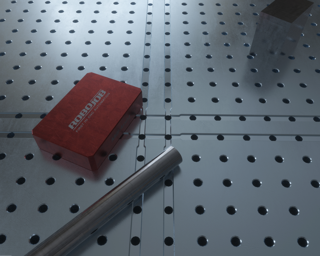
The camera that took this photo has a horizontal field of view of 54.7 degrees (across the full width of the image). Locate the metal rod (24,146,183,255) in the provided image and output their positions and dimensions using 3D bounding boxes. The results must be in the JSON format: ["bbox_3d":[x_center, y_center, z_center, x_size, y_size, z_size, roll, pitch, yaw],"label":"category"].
[{"bbox_3d":[-0.092,0.110,0.313,0.302,0.025,0.025,-35,59,-26],"label":"metal rod"}]

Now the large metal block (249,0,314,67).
[{"bbox_3d":[0.199,-0.163,0.511,0.050,0.080,0.080,34,58,25],"label":"large metal block"}]

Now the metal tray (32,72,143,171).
[{"bbox_3d":[-0.092,-0.015,0.416,0.090,0.030,0.130,20,53,16],"label":"metal tray"}]
